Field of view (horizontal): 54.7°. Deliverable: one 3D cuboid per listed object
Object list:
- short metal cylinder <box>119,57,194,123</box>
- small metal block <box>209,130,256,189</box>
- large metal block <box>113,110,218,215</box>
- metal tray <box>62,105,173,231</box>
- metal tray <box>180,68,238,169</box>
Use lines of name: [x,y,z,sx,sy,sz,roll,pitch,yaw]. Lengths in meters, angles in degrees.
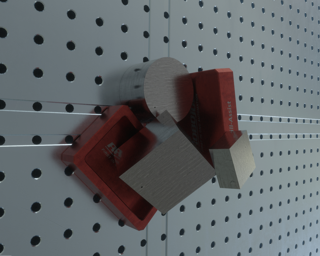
short metal cylinder: [-0.004,-0.045,0.391,0.081,0.050,0.079,0,90,-40]
small metal block: [0.086,0.036,0.360,0.050,0.025,0.050,-35,113,-47]
large metal block: [0.006,0.040,0.359,0.080,0.050,0.080,-39,121,6]
metal tray: [-0.040,0.048,0.373,0.090,0.030,0.130,-51,120,-28]
metal tray: [0.059,-0.010,0.418,0.030,0.090,0.129,-12,98,-40]
